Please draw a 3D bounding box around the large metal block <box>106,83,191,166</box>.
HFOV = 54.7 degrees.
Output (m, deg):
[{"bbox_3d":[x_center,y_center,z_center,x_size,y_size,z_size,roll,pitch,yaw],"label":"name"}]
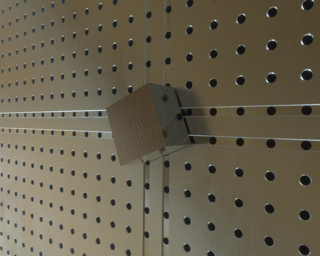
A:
[{"bbox_3d":[-0.017,-0.003,0.401,0.080,0.050,0.080,-26,74,36],"label":"large metal block"}]
